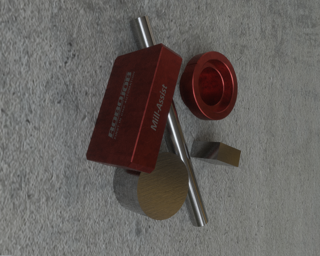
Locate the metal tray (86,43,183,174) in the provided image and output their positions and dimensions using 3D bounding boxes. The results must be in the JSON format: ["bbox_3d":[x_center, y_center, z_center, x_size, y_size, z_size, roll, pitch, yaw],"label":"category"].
[{"bbox_3d":[-0.030,-0.021,0.340,0.030,0.090,0.130,24,75,-38],"label":"metal tray"}]

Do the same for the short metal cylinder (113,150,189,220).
[{"bbox_3d":[-0.010,0.068,0.383,0.081,0.050,0.079,0,90,-40],"label":"short metal cylinder"}]

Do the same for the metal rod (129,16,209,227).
[{"bbox_3d":[0.017,0.001,0.423,0.025,0.025,0.298,-28,108,-37],"label":"metal rod"}]

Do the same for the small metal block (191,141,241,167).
[{"bbox_3d":[0.083,0.038,0.458,0.050,0.050,0.025,21,77,-38],"label":"small metal block"}]

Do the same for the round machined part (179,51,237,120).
[{"bbox_3d":[0.067,-0.060,0.453,0.099,0.042,0.097,0,90,-40],"label":"round machined part"}]
